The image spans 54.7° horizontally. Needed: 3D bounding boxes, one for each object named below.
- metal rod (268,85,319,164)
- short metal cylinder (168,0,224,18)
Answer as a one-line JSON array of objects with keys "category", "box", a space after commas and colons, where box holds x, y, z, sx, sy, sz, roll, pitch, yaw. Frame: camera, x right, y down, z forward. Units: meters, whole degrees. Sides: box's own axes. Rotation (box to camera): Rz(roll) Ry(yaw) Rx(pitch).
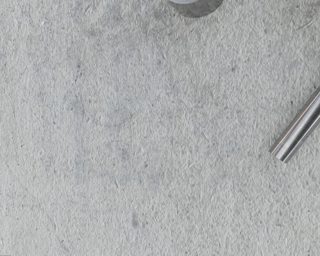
[{"category": "metal rod", "box": [0.220, -0.087, 0.331, 0.025, 0.025, 0.299, 38, 102, 16]}, {"category": "short metal cylinder", "box": [0.041, -0.184, 0.381, 0.080, 0.050, 0.080, 0, 90, 20]}]
